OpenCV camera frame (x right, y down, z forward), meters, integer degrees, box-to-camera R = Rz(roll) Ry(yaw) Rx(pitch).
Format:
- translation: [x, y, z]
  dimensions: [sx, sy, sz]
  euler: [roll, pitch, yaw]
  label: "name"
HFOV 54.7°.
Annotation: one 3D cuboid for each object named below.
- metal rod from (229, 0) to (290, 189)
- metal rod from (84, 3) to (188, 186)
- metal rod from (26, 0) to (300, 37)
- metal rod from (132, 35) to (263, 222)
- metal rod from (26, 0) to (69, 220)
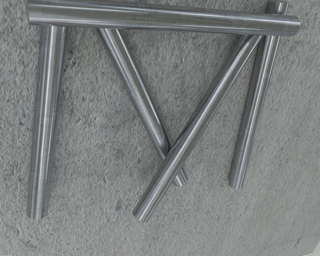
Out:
- translation: [0.141, -0.031, 0.464]
  dimensions: [0.025, 0.025, 0.298]
  euler: [-10, 123, -23]
  label: "metal rod"
- translation: [-0.019, -0.028, 0.379]
  dimensions: [0.025, 0.025, 0.299]
  euler: [-31, 129, -8]
  label: "metal rod"
- translation: [0.027, -0.112, 0.318]
  dimensions: [0.303, 0.025, 0.025]
  euler: [-6, 121, -26]
  label: "metal rod"
- translation: [0.051, -0.008, 0.404]
  dimensions: [0.025, 0.025, 0.299]
  euler: [28, 96, -38]
  label: "metal rod"
- translation: [-0.118, -0.025, 0.326]
  dimensions: [0.025, 0.025, 0.298]
  euler: [1, 118, -29]
  label: "metal rod"
